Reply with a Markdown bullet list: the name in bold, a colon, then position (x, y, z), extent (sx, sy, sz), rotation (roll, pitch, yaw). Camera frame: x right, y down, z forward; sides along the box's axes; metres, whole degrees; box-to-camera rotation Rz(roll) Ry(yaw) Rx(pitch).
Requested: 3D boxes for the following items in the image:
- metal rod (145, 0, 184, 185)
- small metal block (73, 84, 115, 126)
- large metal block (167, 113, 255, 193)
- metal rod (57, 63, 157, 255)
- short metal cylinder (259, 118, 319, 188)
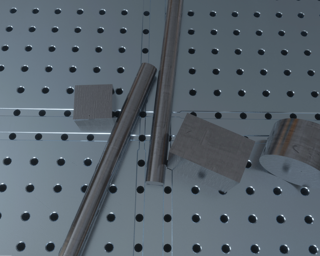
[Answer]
- **metal rod**: position (0.010, -0.071, 0.437), extent (0.025, 0.025, 0.299), rotation (6, 70, 2)
- **small metal block**: position (-0.089, -0.031, 0.422), extent (0.050, 0.025, 0.050), rotation (-2, 70, -1)
- **large metal block**: position (0.056, 0.033, 0.371), extent (0.080, 0.080, 0.050), rotation (24, 72, 8)
- **metal rod**: position (-0.066, 0.046, 0.393), extent (0.025, 0.025, 0.300), rotation (19, 71, 6)
- **short metal cylinder**: position (0.168, 0.031, 0.373), extent (0.080, 0.080, 0.050), rotation (26, 72, 9)
